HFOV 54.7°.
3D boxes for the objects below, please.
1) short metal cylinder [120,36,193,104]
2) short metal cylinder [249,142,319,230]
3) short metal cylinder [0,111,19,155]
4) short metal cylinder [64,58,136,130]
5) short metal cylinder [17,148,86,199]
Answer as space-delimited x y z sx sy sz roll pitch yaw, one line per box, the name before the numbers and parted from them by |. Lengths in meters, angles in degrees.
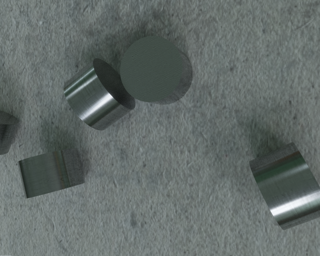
short metal cylinder | -0.003 -0.071 0.396 0.080 0.050 0.079 0 90 19
short metal cylinder | 0.138 0.061 0.331 0.050 0.080 0.080 -29 81 17
short metal cylinder | -0.265 0.002 0.471 0.080 0.080 0.050 24 98 18
short metal cylinder | -0.077 -0.044 0.406 0.050 0.080 0.080 -35 79 16
short metal cylinder | -0.150 0.062 0.431 0.080 0.080 0.050 -16 85 19
